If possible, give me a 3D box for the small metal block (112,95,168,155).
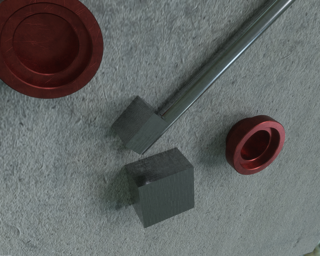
[{"bbox_3d":[-0.025,-0.004,0.374,0.050,0.050,0.025,-49,129,6],"label":"small metal block"}]

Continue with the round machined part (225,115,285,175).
[{"bbox_3d":[0.144,0.022,0.488,0.099,0.042,0.097,-14,124,-21],"label":"round machined part"}]

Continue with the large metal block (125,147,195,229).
[{"bbox_3d":[0.001,0.085,0.444,0.081,0.050,0.079,-18,126,-18],"label":"large metal block"}]

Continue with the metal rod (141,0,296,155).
[{"bbox_3d":[0.074,-0.080,0.397,0.300,0.025,0.025,-45,129,3],"label":"metal rod"}]

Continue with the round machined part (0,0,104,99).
[{"bbox_3d":[-0.106,-0.080,0.288,0.099,0.042,0.097,-14,124,-21],"label":"round machined part"}]
